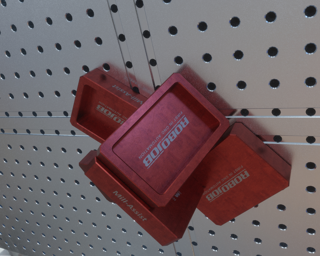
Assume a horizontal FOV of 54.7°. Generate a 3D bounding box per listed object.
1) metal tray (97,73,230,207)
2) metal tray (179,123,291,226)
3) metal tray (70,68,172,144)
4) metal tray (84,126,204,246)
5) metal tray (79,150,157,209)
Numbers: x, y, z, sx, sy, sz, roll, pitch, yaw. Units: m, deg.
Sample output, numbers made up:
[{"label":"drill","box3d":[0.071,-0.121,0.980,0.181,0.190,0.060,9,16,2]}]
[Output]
[{"label":"metal tray","box3d":[0.007,0.011,0.346,0.090,0.130,0.030,44,157,-2]},{"label":"metal tray","box3d":[0.087,0.064,0.399,0.090,0.030,0.129,41,129,-1]},{"label":"metal tray","box3d":[-0.056,-0.012,0.429,0.130,0.030,0.089,31,128,7]},{"label":"metal tray","box3d":[-0.014,0.064,0.375,0.130,0.090,0.030,44,129,-3]},{"label":"metal tray","box3d":[-0.051,0.078,0.450,0.130,0.030,0.090,1,131,44]}]
